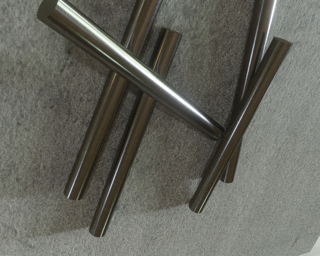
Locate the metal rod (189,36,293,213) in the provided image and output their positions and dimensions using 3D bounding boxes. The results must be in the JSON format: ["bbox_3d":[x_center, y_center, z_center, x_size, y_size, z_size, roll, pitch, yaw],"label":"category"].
[{"bbox_3d":[0.106,0.014,0.453,0.025,0.025,0.298,2,125,-30],"label":"metal rod"}]

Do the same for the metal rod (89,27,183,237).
[{"bbox_3d":[-0.038,0.020,0.399,0.025,0.025,0.298,8,114,-33],"label":"metal rod"}]

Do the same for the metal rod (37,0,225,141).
[{"bbox_3d":[0.000,-0.042,0.346,0.025,0.025,0.301,-51,140,8],"label":"metal rod"}]

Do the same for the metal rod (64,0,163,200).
[{"bbox_3d":[-0.052,-0.043,0.352,0.025,0.025,0.298,12,112,-34],"label":"metal rod"}]

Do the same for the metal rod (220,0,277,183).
[{"bbox_3d":[0.122,-0.043,0.449,0.025,0.025,0.298,-10,123,-24],"label":"metal rod"}]
